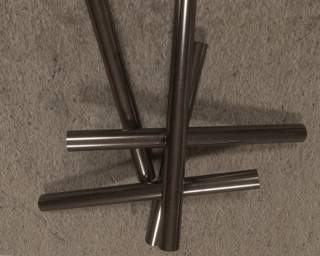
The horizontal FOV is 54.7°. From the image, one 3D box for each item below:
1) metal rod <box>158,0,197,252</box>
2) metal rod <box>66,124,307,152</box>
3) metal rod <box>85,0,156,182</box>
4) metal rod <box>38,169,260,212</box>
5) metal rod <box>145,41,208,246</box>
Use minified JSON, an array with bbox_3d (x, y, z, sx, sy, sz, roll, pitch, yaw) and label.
[{"bbox_3d":[0.020,-0.009,0.358,0.025,0.025,0.298,4,92,-2],"label":"metal rod"},{"bbox_3d":[0.041,0.011,0.389,0.302,0.025,0.025,-2,111,-10],"label":"metal rod"},{"bbox_3d":[-0.053,-0.066,0.384,0.025,0.025,0.298,-13,110,4],"label":"metal rod"},{"bbox_3d":[-0.023,0.086,0.418,0.301,0.025,0.025,-9,110,11],"label":"metal rod"},{"bbox_3d":[0.018,0.034,0.422,0.025,0.025,0.298,10,110,-4],"label":"metal rod"}]
